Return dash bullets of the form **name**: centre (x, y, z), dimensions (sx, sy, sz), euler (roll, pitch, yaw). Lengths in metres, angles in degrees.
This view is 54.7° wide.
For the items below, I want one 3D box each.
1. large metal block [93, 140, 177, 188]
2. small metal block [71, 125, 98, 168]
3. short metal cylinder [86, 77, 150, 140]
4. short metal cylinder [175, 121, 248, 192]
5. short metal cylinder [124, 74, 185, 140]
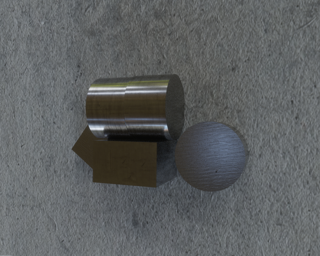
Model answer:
- **large metal block**: centre (-0.028, 0.040, 0.391), dimensions (0.080, 0.080, 0.050), euler (1, 91, 20)
- **small metal block**: centre (-0.089, 0.026, 0.442), dimensions (0.050, 0.025, 0.050), euler (39, 102, 15)
- **short metal cylinder**: centre (-0.051, -0.025, 0.400), dimensions (0.050, 0.080, 0.079), euler (1, 90, 20)
- **short metal cylinder**: centre (0.064, 0.032, 0.374), dimensions (0.080, 0.050, 0.079), euler (0, 90, 20)
- **short metal cylinder**: centre (-0.004, -0.025, 0.383), dimensions (0.050, 0.080, 0.079), euler (1, 90, 20)
